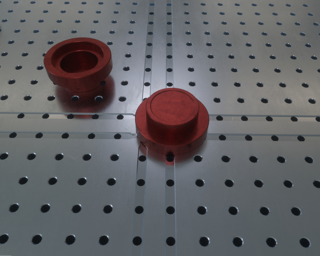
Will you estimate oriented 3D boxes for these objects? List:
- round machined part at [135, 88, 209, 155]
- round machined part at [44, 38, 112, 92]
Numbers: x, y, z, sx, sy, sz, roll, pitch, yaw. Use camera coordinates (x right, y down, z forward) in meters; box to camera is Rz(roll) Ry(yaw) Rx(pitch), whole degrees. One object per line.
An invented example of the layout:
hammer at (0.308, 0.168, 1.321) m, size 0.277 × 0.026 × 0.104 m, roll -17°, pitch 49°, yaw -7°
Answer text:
round machined part at (0.016, -0.016, 0.410) m, size 0.099 × 0.042 × 0.098 m, roll 0°, pitch 50°, yaw 0°
round machined part at (-0.122, -0.093, 0.474) m, size 0.099 × 0.042 × 0.098 m, roll 0°, pitch 50°, yaw 0°
